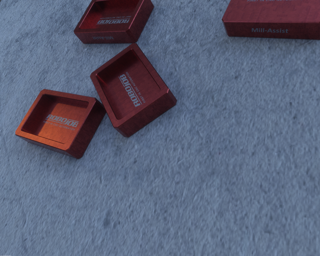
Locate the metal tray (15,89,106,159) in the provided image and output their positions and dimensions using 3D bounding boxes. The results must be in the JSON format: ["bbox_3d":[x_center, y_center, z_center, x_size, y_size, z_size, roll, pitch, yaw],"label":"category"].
[{"bbox_3d":[-0.157,-0.010,0.486,0.130,0.030,0.090,12,68,32],"label":"metal tray"}]

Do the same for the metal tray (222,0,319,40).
[{"bbox_3d":[0.161,-0.166,0.418,0.130,0.030,0.090,14,68,33],"label":"metal tray"}]

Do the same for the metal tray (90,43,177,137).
[{"bbox_3d":[-0.043,-0.060,0.458,0.090,0.030,0.130,-35,52,4],"label":"metal tray"}]

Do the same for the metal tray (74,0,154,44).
[{"bbox_3d":[-0.085,-0.199,0.564,0.130,0.030,0.090,9,66,31],"label":"metal tray"}]
